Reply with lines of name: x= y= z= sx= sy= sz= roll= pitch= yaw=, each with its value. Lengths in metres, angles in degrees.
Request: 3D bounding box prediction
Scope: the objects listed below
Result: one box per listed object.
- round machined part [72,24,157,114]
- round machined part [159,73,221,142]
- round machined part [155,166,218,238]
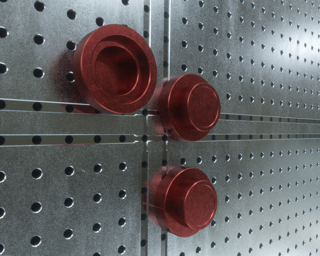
round machined part: x=-0.054 y=-0.064 z=0.354 sx=0.099 sy=0.042 sz=0.097 roll=0 pitch=90 yaw=-40
round machined part: x=0.049 y=-0.029 z=0.441 sx=0.099 sy=0.042 sz=0.097 roll=0 pitch=90 yaw=-40
round machined part: x=0.044 y=0.105 z=0.437 sx=0.099 sy=0.042 sz=0.097 roll=0 pitch=90 yaw=-40
